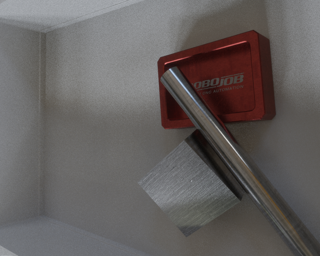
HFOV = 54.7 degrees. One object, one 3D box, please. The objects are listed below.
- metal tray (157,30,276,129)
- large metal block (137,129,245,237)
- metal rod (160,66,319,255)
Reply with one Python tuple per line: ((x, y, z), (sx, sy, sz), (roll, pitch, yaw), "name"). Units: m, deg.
((0.058, -0.048, 0.353), (0.130, 0.030, 0.089), (-6, 86, 39), "metal tray")
((0.037, 0.058, 0.342), (0.080, 0.050, 0.080), (48, 120, 5), "large metal block")
((0.095, 0.057, 0.301), (0.025, 0.025, 0.299), (-46, 71, 30), "metal rod")
